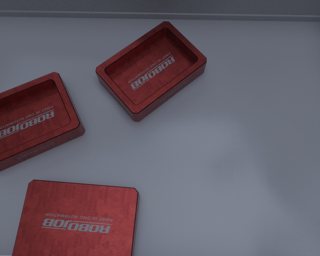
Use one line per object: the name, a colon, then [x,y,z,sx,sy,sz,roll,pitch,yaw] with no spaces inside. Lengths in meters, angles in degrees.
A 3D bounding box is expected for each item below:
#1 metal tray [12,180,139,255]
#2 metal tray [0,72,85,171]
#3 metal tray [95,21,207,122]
metal tray: [-0.094,0.113,0.365,0.131,0.030,0.090,5,70,1]
metal tray: [-0.177,-0.009,0.407,0.131,0.030,0.090,-25,72,-9]
metal tray: [-0.011,-0.082,0.436,0.130,0.030,0.090,-38,75,-13]
